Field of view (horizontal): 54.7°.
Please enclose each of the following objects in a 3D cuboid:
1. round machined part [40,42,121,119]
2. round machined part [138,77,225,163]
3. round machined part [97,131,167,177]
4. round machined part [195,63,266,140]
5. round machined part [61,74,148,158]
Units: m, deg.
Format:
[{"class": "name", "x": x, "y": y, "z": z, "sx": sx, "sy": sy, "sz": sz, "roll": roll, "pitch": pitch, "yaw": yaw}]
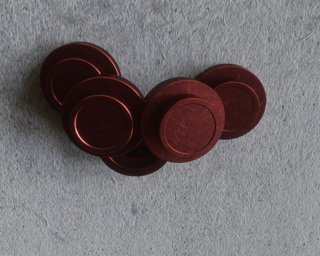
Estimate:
[{"class": "round machined part", "x": -0.098, "y": -0.054, "z": 0.380, "sx": 0.099, "sy": 0.042, "sz": 0.097, "roll": 0, "pitch": 110, "yaw": -1}, {"class": "round machined part", "x": 0.027, "y": -0.005, "z": 0.345, "sx": 0.099, "sy": 0.042, "sz": 0.097, "roll": -5, "pitch": 109, "yaw": -13}, {"class": "round machined part", "x": -0.032, "y": 0.011, "z": 0.405, "sx": 0.099, "sy": 0.042, "sz": 0.097, "roll": 0, "pitch": 110, "yaw": -1}, {"class": "round machined part", "x": 0.086, "y": -0.030, "z": 0.392, "sx": 0.099, "sy": 0.042, "sz": 0.097, "roll": 0, "pitch": 110, "yaw": -1}, {"class": "round machined part", "x": -0.063, "y": -0.010, "z": 0.352, "sx": 0.099, "sy": 0.042, "sz": 0.097, "roll": 0, "pitch": 110, "yaw": -1}]
